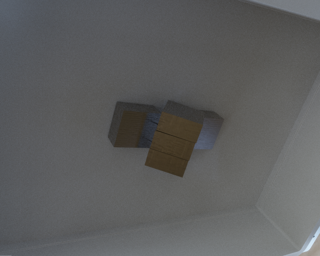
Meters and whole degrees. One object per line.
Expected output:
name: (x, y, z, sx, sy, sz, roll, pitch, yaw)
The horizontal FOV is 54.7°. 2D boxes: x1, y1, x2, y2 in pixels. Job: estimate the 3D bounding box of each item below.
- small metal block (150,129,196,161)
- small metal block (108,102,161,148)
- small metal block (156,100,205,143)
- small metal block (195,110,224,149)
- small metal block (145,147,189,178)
small metal block: (0.019, 0.013, 0.397, 0.050, 0.050, 0.025, 18, 113, 3)
small metal block: (-0.033, -0.003, 0.388, 0.050, 0.025, 0.050, 4, 117, -31)
small metal block: (0.027, -0.009, 0.388, 0.050, 0.050, 0.025, 19, 112, 3)
small metal block: (0.056, 0.002, 0.441, 0.050, 0.025, 0.050, 3, 117, -30)
small metal block: (0.012, 0.035, 0.407, 0.050, 0.050, 0.025, 18, 113, 3)
